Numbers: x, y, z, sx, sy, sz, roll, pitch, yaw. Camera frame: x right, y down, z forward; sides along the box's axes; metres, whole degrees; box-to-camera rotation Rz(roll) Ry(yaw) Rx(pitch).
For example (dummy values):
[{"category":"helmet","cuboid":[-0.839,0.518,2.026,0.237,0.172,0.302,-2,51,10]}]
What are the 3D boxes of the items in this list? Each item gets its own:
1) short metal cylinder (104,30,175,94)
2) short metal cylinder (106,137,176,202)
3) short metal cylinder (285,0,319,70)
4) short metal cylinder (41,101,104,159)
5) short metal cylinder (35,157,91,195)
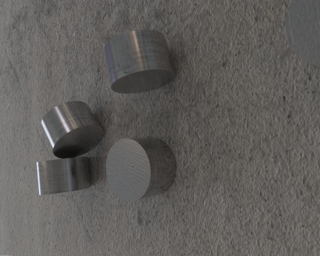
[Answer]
[{"category":"short metal cylinder","cuboid":[-0.026,-0.081,0.391,0.080,0.081,0.050,-20,77,38]},{"category":"short metal cylinder","cuboid":[-0.026,0.053,0.410,0.080,0.050,0.080,0,90,40]},{"category":"short metal cylinder","cuboid":[0.155,-0.087,0.261,0.080,0.050,0.080,0,90,40]},{"category":"short metal cylinder","cuboid":[-0.135,0.004,0.481,0.080,0.081,0.050,-49,61,29]},{"category":"short metal cylinder","cuboid":[-0.155,0.076,0.497,0.080,0.081,0.050,-12,83,39]}]
